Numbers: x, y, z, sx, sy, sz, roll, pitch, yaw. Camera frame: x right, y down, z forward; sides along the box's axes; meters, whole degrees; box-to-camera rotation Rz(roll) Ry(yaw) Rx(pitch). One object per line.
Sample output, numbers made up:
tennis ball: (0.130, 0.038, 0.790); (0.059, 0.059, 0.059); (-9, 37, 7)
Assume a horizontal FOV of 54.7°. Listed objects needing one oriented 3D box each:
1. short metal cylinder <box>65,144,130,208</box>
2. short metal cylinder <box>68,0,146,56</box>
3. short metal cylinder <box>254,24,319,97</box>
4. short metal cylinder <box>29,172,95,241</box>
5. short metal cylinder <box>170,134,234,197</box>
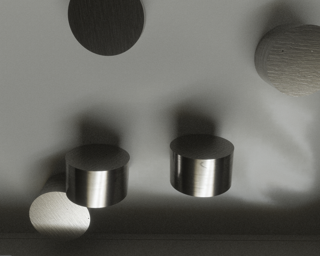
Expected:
short metal cylinder: (-0.081, 0.059, 0.403); (0.081, 0.080, 0.050); (5, 110, -2)
short metal cylinder: (-0.057, -0.125, 0.351); (0.081, 0.050, 0.079); (0, 110, 0)
short metal cylinder: (0.160, -0.082, 0.369); (0.081, 0.050, 0.079); (0, 110, 0)
short metal cylinder: (-0.133, 0.110, 0.436); (0.080, 0.050, 0.079); (0, 111, 0)
short metal cylinder: (0.053, 0.046, 0.399); (0.080, 0.080, 0.050); (-1, 110, 0)
